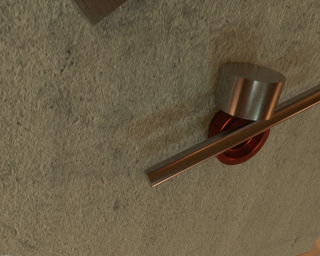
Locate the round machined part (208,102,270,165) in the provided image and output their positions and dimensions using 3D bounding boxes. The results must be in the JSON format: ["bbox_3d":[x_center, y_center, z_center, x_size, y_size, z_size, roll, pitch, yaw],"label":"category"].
[{"bbox_3d":[0.112,0.004,0.462,0.099,0.042,0.097,-14,125,-21],"label":"round machined part"}]

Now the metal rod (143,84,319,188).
[{"bbox_3d":[0.118,0.002,0.420,0.302,0.025,0.025,-25,128,-14],"label":"metal rod"}]

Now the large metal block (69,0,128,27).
[{"bbox_3d":[-0.057,-0.150,0.267,0.080,0.050,0.080,-39,130,-2],"label":"large metal block"}]

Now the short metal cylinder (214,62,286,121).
[{"bbox_3d":[0.116,-0.050,0.406,0.081,0.080,0.050,-6,121,-26],"label":"short metal cylinder"}]
